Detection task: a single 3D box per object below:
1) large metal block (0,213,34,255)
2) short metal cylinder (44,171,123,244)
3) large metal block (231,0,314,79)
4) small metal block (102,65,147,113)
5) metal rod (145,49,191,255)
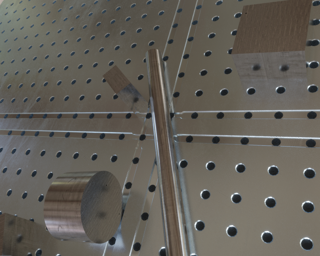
[{"bbox_3d":[-0.214,0.167,0.399,0.080,0.050,0.080,-25,53,12],"label":"large metal block"},{"bbox_3d":[-0.086,0.091,0.361,0.050,0.080,0.080,-6,59,25],"label":"short metal cylinder"},{"bbox_3d":[0.142,-0.109,0.384,0.080,0.050,0.080,5,64,30],"label":"large metal block"},{"bbox_3d":[-0.051,-0.057,0.452,0.025,0.050,0.050,-40,51,1],"label":"small metal block"},{"bbox_3d":[0.004,0.010,0.398,0.025,0.025,0.299,-19,54,17],"label":"metal rod"}]
